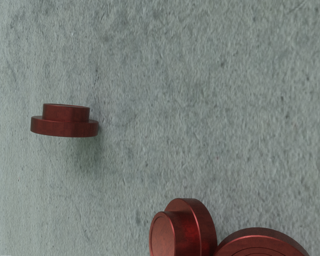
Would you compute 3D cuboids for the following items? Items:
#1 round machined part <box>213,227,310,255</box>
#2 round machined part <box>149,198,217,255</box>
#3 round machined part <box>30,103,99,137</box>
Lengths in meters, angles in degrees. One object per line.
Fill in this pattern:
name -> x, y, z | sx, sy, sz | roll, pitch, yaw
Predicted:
round machined part -> 0.098, 0.143, 0.298 | 0.098, 0.042, 0.097 | 1, 94, 17
round machined part -> 0.020, 0.130, 0.351 | 0.098, 0.042, 0.097 | -173, 90, -66
round machined part -> -0.144, -0.014, 0.473 | 0.098, 0.099, 0.042 | 10, 96, 39
